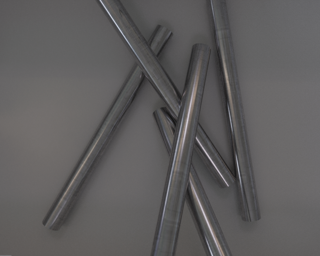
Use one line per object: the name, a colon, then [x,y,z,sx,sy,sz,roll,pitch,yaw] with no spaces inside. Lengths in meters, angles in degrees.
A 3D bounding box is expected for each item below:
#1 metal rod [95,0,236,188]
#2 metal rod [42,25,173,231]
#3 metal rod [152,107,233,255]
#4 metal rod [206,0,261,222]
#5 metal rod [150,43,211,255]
metal rod: [0.007,-0.050,0.391,0.025,0.025,0.299,-34,98,0]
metal rod: [-0.069,-0.001,0.410,0.025,0.025,0.299,30,90,0]
metal rod: [0.049,0.101,0.340,0.025,0.025,0.299,-21,60,0]
metal rod: [0.098,-0.027,0.411,0.025,0.025,0.298,-9,90,0]
metal rod: [0.023,0.035,0.349,0.025,0.025,0.299,12,70,0]
